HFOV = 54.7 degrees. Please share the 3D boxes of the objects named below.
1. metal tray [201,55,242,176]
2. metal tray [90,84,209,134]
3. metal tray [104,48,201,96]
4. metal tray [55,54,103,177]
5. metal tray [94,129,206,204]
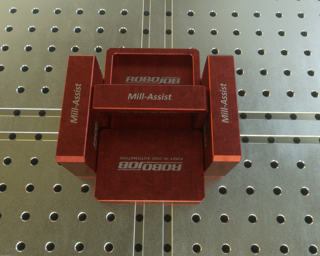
[{"bbox_3d":[0.070,-0.013,0.382,0.030,0.090,0.130,1,70,0],"label":"metal tray"},{"bbox_3d":[-0.012,-0.020,0.382,0.131,0.090,0.030,1,70,0],"label":"metal tray"},{"bbox_3d":[-0.010,-0.065,0.433,0.131,0.030,0.090,1,70,0],"label":"metal tray"},{"bbox_3d":[-0.092,-0.012,0.380,0.030,0.090,0.130,1,70,0],"label":"metal tray"},{"bbox_3d":[-0.012,0.048,0.390,0.131,0.030,0.090,1,70,0],"label":"metal tray"}]
